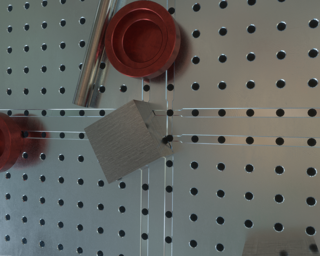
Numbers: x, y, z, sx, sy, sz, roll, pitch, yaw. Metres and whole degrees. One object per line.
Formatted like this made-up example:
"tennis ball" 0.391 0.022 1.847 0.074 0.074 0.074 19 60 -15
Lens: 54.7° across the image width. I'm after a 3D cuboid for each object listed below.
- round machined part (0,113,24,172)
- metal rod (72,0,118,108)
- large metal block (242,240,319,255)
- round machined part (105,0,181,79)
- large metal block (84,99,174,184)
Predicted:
"round machined part" -0.260 0.023 0.495 0.098 0.042 0.097 0 90 20
"metal rod" -0.074 -0.176 0.438 0.025 0.025 0.298 18 96 19
"large metal block" 0.142 0.177 0.349 0.080 0.050 0.080 -11 87 19
"round machined part" -0.020 -0.113 0.410 0.098 0.042 0.097 0 90 20
"large metal block" -0.041 0.018 0.414 0.080 0.050 0.080 -29 81 17
